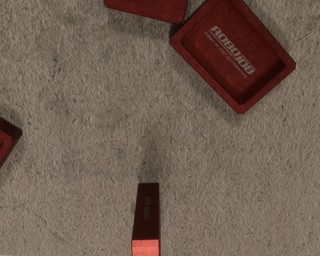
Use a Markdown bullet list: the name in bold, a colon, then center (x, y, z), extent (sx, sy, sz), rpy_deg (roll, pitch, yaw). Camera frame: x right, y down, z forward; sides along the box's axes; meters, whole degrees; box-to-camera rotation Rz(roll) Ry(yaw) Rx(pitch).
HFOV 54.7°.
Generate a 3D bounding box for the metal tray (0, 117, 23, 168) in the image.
- **metal tray**: center (-0.264, 0.007, 0.405), extent (0.130, 0.030, 0.090), rpy_deg (35, 106, -12)

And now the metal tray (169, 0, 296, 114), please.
- **metal tray**: center (0.086, -0.091, 0.374), extent (0.130, 0.030, 0.090), rpy_deg (43, 104, -15)

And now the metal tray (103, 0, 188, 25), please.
- **metal tray**: center (-0.005, -0.189, 0.337), extent (0.091, 0.030, 0.129), rpy_deg (12, 110, -5)

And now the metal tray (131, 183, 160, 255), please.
- **metal tray**: center (-0.015, 0.142, 0.406), extent (0.030, 0.130, 0.089), rpy_deg (-2, 110, 0)
